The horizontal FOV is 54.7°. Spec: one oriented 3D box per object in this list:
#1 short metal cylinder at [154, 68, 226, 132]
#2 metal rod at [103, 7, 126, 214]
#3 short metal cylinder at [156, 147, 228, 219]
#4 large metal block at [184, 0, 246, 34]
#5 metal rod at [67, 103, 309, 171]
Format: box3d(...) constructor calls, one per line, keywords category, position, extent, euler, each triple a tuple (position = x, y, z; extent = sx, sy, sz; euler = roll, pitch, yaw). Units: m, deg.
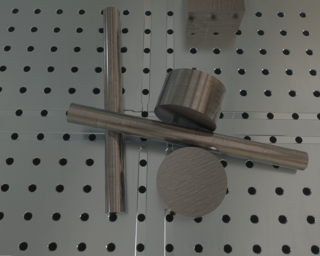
box3d(category="short metal cylinder", position=(0.039, -0.032, 0.394), extent=(0.080, 0.080, 0.050), euler=(17, 71, 6))
box3d(category="metal rod", position=(-0.064, -0.038, 0.424), extent=(0.025, 0.025, 0.299), euler=(-4, 70, -2))
box3d(category="short metal cylinder", position=(0.036, 0.068, 0.374), extent=(0.081, 0.050, 0.080), euler=(0, 70, 0))
box3d(category="large metal block", position=(0.078, -0.192, 0.469), extent=(0.081, 0.050, 0.080), euler=(-1, 70, -1))
box3d(category="metal rod", position=(0.036, 0.012, 0.390), extent=(0.302, 0.025, 0.025), euler=(12, 70, -3))
